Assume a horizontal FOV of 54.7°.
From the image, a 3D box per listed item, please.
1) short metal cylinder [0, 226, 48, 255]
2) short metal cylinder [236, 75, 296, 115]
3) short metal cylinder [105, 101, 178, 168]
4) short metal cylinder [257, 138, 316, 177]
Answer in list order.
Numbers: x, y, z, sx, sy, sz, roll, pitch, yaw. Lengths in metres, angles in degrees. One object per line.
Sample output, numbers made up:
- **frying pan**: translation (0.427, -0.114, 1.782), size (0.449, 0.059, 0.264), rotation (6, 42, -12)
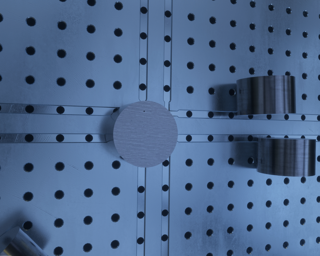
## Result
- **short metal cylinder**: translation (-0.163, 0.151, 0.324), size (0.080, 0.080, 0.050), rotation (-41, 104, -16)
- **short metal cylinder**: translation (0.149, -0.044, 0.440), size (0.081, 0.080, 0.050), rotation (-2, 91, -20)
- **short metal cylinder**: translation (-0.024, 0.007, 0.391), size (0.081, 0.050, 0.079), rotation (0, 90, -21)
- **short metal cylinder**: translation (0.183, 0.040, 0.453), size (0.081, 0.080, 0.050), rotation (1, 90, -20)
